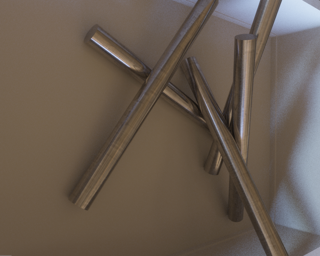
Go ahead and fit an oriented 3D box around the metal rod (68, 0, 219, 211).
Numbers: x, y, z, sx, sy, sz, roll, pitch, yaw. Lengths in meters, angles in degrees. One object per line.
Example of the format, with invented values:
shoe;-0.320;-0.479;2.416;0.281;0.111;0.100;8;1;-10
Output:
metal rod;-0.012;-0.042;0.367;0.025;0.025;0.300;40;74;-33

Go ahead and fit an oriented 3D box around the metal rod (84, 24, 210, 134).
metal rod;0.027;-0.038;0.428;0.301;0.025;0.025;33;70;-35

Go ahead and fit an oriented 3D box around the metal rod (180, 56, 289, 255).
metal rod;0.097;0.040;0.414;0.025;0.025;0.299;-14;76;-39

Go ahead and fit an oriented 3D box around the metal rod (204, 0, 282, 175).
metal rod;0.113;-0.068;0.418;0.025;0.025;0.298;-6;120;-40

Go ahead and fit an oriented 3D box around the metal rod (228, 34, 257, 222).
metal rod;0.112;0.021;0.435;0.025;0.025;0.298;-32;130;-35
